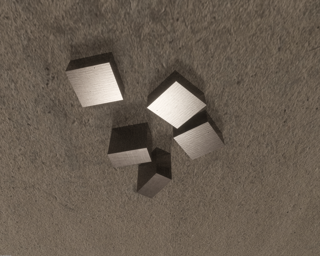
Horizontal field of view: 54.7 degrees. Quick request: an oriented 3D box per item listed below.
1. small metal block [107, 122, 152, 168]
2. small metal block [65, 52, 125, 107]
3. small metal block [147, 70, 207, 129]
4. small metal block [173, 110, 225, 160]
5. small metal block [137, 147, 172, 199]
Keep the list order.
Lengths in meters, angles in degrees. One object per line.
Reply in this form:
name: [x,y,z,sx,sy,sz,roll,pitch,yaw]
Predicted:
small metal block: [-0.038,0.022,0.409,0.050,0.050,0.025,-10,130,8]
small metal block: [-0.073,-0.055,0.359,0.050,0.025,0.050,-10,130,8]
small metal block: [0.020,-0.034,0.379,0.050,0.025,0.050,34,122,-26]
small metal block: [0.052,0.010,0.417,0.050,0.025,0.050,-26,126,20]
small metal block: [-0.008,0.064,0.446,0.025,0.050,0.050,27,125,-22]
